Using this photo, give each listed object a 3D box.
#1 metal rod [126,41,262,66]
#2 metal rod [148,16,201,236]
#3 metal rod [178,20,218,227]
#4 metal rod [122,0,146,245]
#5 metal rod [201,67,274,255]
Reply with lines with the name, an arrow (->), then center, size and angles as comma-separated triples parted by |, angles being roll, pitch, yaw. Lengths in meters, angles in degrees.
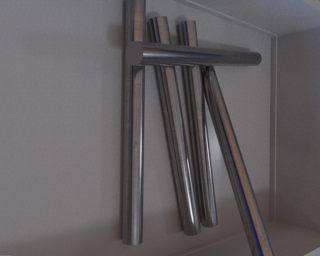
metal rod -> 0.071, -0.099, 0.433 | 0.302, 0.025, 0.025 | -13, 99, -49
metal rod -> 0.022, 0.003, 0.424 | 0.025, 0.025, 0.298 | -16, 101, -39
metal rod -> 0.057, -0.002, 0.453 | 0.025, 0.025, 0.298 | -12, 98, -39
metal rod -> -0.032, -0.010, 0.379 | 0.025, 0.025, 0.298 | 1, 89, -40
metal rod -> 0.099, 0.046, 0.412 | 0.025, 0.025, 0.299 | 6, 62, -40
